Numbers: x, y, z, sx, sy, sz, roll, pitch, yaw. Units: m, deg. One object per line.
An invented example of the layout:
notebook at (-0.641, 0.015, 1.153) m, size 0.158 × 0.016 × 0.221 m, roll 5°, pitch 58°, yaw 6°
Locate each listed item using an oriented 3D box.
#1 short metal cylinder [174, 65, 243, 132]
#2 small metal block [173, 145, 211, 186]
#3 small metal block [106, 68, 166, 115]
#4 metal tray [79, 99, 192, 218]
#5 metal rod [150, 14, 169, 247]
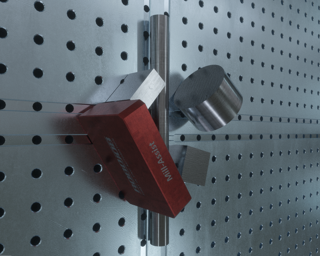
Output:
short metal cylinder at (0.067, -0.041, 0.431) m, size 0.050 × 0.080 × 0.080 m, roll 46°, pitch 63°, yaw -31°
small metal block at (0.043, 0.054, 0.449) m, size 0.050 × 0.025 × 0.050 m, roll 19°, pitch 78°, yaw -39°
small metal block at (-0.029, -0.042, 0.369) m, size 0.025 × 0.050 × 0.050 m, roll 49°, pitch 61°, yaw -29°
metal tray at (-0.028, 0.034, 0.344) m, size 0.030 × 0.090 × 0.129 m, roll -40°, pitch 115°, yaw -33°
metal rod at (-0.001, 0.003, 0.410) m, size 0.025 × 0.025 × 0.298 m, roll 0°, pitch 90°, yaw -40°
